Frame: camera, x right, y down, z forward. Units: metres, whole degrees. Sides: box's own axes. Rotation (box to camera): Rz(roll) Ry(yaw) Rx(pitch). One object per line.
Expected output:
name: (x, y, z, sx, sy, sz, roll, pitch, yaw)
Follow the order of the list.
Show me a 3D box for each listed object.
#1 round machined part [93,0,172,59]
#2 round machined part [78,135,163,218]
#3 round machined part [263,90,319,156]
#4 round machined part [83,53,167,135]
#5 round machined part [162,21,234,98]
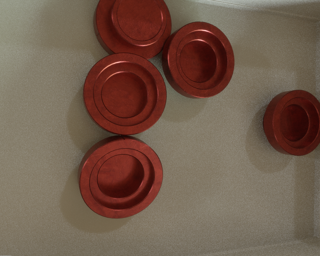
round machined part: (-0.031, -0.133, 0.387, 0.099, 0.042, 0.097, -1, 94, -20)
round machined part: (-0.050, 0.055, 0.376, 0.099, 0.042, 0.097, -5, 104, -20)
round machined part: (0.199, -0.008, 0.475, 0.099, 0.042, 0.097, 0, 90, -20)
round machined part: (-0.045, -0.040, 0.382, 0.099, 0.042, 0.097, 0, 88, -16)
round machined part: (0.047, -0.088, 0.417, 0.099, 0.042, 0.097, -1, 92, -23)
